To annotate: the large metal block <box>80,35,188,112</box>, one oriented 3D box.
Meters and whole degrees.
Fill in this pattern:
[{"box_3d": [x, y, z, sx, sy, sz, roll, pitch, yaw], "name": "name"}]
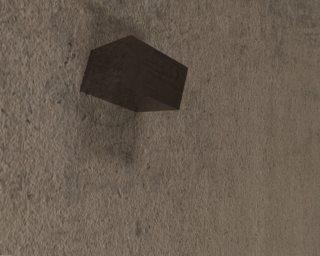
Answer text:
[{"box_3d": [-0.029, -0.054, 0.346, 0.080, 0.080, 0.050, 20, 77, -39], "name": "large metal block"}]
